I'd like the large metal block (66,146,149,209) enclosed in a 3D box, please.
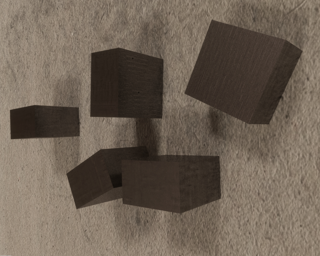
[{"bbox_3d":[-0.065,0.066,0.420,0.080,0.081,0.050,-34,70,35],"label":"large metal block"}]

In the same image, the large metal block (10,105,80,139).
[{"bbox_3d":[-0.196,-0.008,0.527,0.080,0.081,0.050,-4,87,39],"label":"large metal block"}]

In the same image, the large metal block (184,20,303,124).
[{"bbox_3d":[0.083,-0.057,0.319,0.080,0.050,0.079,31,109,35],"label":"large metal block"}]

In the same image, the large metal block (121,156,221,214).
[{"bbox_3d":[0.014,0.059,0.356,0.080,0.081,0.050,-3,88,39],"label":"large metal block"}]

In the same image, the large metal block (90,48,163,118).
[{"bbox_3d":[-0.041,-0.053,0.401,0.050,0.081,0.079,2,91,40],"label":"large metal block"}]
